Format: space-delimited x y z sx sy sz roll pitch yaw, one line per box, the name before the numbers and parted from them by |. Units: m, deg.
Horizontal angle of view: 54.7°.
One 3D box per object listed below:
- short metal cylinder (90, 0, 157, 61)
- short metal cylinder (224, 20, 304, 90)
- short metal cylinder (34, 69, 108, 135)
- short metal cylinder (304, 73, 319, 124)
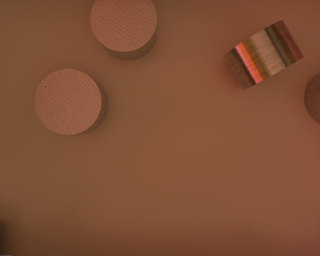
short metal cylinder | -0.044 -0.132 0.398 0.081 0.050 0.080 0 90 0
short metal cylinder | 0.127 -0.089 0.385 0.080 0.080 0.050 -30 90 0
short metal cylinder | -0.111 -0.032 0.398 0.081 0.050 0.080 0 90 0
short metal cylinder | 0.238 -0.041 0.400 0.081 0.050 0.080 0 90 0
